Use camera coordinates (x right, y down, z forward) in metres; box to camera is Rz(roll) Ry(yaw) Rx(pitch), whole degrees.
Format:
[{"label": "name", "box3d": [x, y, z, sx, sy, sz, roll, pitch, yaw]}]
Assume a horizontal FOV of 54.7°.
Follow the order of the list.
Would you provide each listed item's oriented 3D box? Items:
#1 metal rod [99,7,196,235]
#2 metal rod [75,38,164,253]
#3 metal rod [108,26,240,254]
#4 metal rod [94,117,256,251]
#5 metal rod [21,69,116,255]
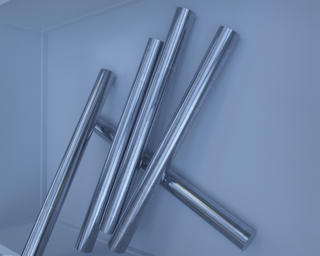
[{"label": "metal rod", "box3d": [-0.019, -0.004, 0.397, 0.025, 0.025, 0.298, 25, 98, 37]}, {"label": "metal rod", "box3d": [-0.054, 0.025, 0.418, 0.025, 0.025, 0.298, 23, 94, 38]}, {"label": "metal rod", "box3d": [0.011, 0.023, 0.371, 0.025, 0.025, 0.298, 35, 103, 34]}, {"label": "metal rod", "box3d": [-0.009, 0.053, 0.414, 0.300, 0.025, 0.025, 33, 111, 35]}, {"label": "metal rod", "box3d": [-0.126, 0.051, 0.431, 0.025, 0.025, 0.299, 4, 67, 40]}]
